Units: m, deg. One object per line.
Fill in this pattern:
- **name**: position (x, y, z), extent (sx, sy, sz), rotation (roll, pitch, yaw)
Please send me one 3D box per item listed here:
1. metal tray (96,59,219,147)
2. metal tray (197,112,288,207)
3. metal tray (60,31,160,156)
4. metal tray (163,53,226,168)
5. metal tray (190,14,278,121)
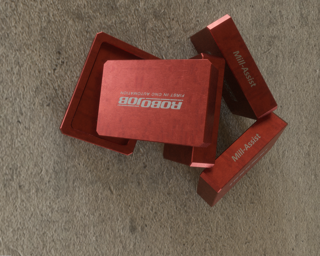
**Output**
- **metal tray**: position (-0.005, -0.029, 0.349), extent (0.130, 0.030, 0.089), rotation (5, 88, 24)
- **metal tray**: position (0.107, 0.043, 0.417), extent (0.130, 0.090, 0.030), rotation (-40, 68, -15)
- **metal tray**: position (-0.059, -0.041, 0.387), extent (0.091, 0.030, 0.129), rotation (21, 83, -19)
- **metal tray**: position (0.040, -0.020, 0.392), extent (0.030, 0.090, 0.129), rotation (7, 88, -20)
- **metal tray**: position (0.094, -0.076, 0.409), extent (0.030, 0.090, 0.130), rotation (-32, 101, -3)
